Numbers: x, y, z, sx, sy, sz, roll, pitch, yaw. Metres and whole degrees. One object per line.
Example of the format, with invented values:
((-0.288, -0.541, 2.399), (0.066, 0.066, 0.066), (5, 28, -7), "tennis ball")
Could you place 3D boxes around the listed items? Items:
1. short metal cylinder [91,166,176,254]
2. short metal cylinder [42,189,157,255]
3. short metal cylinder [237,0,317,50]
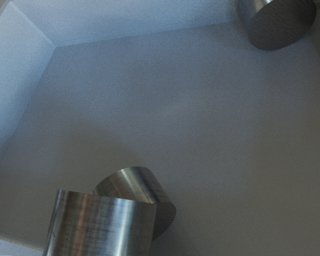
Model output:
((-0.030, 0.087, 0.331), (0.080, 0.080, 0.050), (-39, 51, 1), "short metal cylinder")
((-0.046, 0.080, 0.246), (0.080, 0.080, 0.050), (1, 74, 28), "short metal cylinder")
((0.142, -0.144, 0.384), (0.080, 0.080, 0.050), (-20, 54, 16), "short metal cylinder")
